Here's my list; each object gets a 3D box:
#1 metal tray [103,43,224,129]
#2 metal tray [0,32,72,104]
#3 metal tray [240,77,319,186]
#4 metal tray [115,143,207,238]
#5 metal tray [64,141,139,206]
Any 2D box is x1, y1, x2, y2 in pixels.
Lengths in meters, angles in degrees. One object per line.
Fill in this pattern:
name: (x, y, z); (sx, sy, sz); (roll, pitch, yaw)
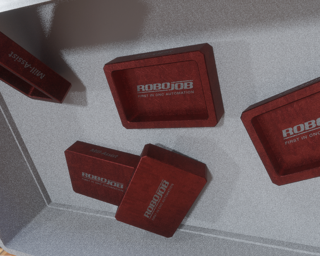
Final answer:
metal tray: (0.004, -0.046, 0.373); (0.130, 0.030, 0.089); (-2, 118, 28)
metal tray: (-0.190, -0.080, 0.395); (0.090, 0.030, 0.130); (10, 160, 41)
metal tray: (0.160, -0.001, 0.308); (0.130, 0.030, 0.090); (-25, 94, 36)
metal tray: (-0.001, 0.092, 0.436); (0.090, 0.030, 0.129); (21, 121, -6)
metal tray: (-0.084, 0.077, 0.495); (0.130, 0.030, 0.089); (11, 123, 21)
